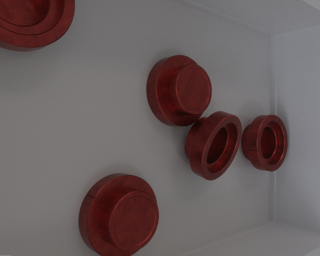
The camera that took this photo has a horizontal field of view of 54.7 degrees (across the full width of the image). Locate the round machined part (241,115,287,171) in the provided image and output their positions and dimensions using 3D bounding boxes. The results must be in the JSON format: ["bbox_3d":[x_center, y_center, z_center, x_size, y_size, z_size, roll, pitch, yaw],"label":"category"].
[{"bbox_3d":[0.181,0.026,0.547,0.099,0.042,0.097,0,90,-40],"label":"round machined part"}]

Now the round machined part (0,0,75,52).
[{"bbox_3d":[-0.133,-0.119,0.283,0.099,0.042,0.097,0,90,-40],"label":"round machined part"}]

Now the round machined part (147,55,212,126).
[{"bbox_3d":[0.033,-0.051,0.423,0.099,0.042,0.097,0,90,-40],"label":"round machined part"}]

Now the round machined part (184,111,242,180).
[{"bbox_3d":[0.072,0.022,0.442,0.099,0.042,0.097,-27,128,-40],"label":"round machined part"}]

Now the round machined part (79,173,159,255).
[{"bbox_3d":[-0.040,0.104,0.362,0.099,0.042,0.097,0,90,-40],"label":"round machined part"}]
